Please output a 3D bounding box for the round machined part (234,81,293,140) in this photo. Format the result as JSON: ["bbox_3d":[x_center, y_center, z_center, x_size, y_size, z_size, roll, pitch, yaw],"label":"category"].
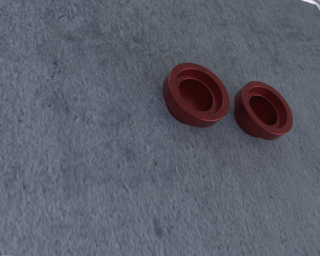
[{"bbox_3d":[0.159,-0.024,0.496,0.099,0.042,0.098,14,56,-21],"label":"round machined part"}]

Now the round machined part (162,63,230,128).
[{"bbox_3d":[0.047,-0.043,0.446,0.099,0.042,0.098,14,56,-21],"label":"round machined part"}]
